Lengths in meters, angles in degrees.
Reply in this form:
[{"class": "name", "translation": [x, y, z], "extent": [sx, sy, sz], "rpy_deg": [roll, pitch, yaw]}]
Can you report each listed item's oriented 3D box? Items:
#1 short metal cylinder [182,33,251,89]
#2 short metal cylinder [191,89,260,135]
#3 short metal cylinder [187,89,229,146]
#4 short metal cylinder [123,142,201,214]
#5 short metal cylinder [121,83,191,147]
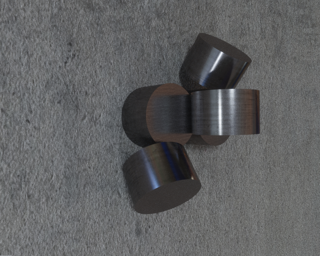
[{"class": "short metal cylinder", "translation": [0.078, -0.090, 0.429], "extent": [0.081, 0.080, 0.050], "rpy_deg": [1, 128, -40]}, {"class": "short metal cylinder", "translation": [0.078, -0.018, 0.373], "extent": [0.081, 0.080, 0.050], "rpy_deg": [-2, 92, -40]}, {"class": "short metal cylinder", "translation": [0.061, -0.016, 0.442], "extent": [0.081, 0.050, 0.079], "rpy_deg": [0, 90, -40]}, {"class": "short metal cylinder", "translation": [0.002, 0.060, 0.365], "extent": [0.081, 0.080, 0.050], "rpy_deg": [10, 45, -40]}, {"class": "short metal cylinder", "translation": [-0.001, -0.014, 0.390], "extent": [0.081, 0.050, 0.079], "rpy_deg": [0, 90, -40]}]
